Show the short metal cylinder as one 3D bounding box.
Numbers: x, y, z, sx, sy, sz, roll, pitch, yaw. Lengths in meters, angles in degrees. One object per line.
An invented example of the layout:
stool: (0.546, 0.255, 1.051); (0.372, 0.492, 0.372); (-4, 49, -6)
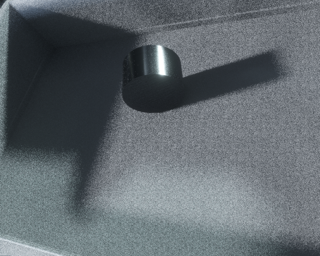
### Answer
short metal cylinder: (-0.010, -0.063, 0.413); (0.080, 0.080, 0.050); (-16, 56, 19)
